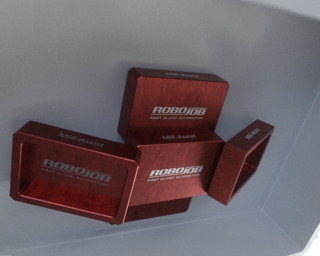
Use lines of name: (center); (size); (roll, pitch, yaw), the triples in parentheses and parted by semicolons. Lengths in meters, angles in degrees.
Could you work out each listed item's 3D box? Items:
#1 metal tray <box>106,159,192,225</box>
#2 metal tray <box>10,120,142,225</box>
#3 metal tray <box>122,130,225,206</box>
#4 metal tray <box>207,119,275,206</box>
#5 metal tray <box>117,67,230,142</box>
metal tray: (-0.011, 0.088, 0.450); (0.131, 0.030, 0.089); (-1, 119, -29)
metal tray: (-0.094, 0.051, 0.344); (0.131, 0.030, 0.089); (14, 115, -3)
metal tray: (0.015, 0.050, 0.403); (0.131, 0.030, 0.089); (-2, 119, -28)
metal tray: (0.122, 0.047, 0.458); (0.131, 0.030, 0.089); (-25, 135, -51)
metal tray: (0.018, -0.025, 0.396); (0.131, 0.030, 0.089); (-1, 119, -29)
